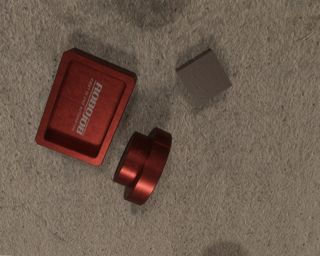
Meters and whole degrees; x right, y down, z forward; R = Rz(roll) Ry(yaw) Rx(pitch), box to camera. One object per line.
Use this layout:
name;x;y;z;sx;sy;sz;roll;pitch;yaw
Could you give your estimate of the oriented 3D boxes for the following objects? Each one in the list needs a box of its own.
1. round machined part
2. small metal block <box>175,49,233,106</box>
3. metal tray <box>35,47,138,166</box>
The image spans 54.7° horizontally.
round machined part;-0.026;0.043;0.386;0.042;0.098;0.097;25;108;-9
small metal block;0.054;-0.064;0.387;0.050;0.025;0.050;-31;108;10
metal tray;-0.094;-0.025;0.396;0.090;0.030;0.129;22;108;-9
